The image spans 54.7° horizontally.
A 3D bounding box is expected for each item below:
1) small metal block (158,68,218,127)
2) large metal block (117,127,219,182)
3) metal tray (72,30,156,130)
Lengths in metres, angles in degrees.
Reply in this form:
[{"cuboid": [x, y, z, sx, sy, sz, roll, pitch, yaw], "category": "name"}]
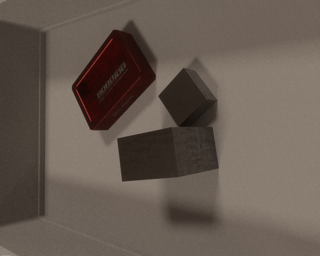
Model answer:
[{"cuboid": [0.033, -0.036, 0.378, 0.050, 0.025, 0.050, -46, 63, 30], "category": "small metal block"}, {"cuboid": [0.010, 0.030, 0.361, 0.080, 0.081, 0.050, -12, 83, 39], "category": "large metal block"}, {"cuboid": [-0.074, -0.068, 0.461, 0.129, 0.030, 0.090, -43, 64, 31], "category": "metal tray"}]
